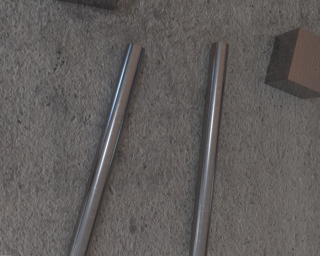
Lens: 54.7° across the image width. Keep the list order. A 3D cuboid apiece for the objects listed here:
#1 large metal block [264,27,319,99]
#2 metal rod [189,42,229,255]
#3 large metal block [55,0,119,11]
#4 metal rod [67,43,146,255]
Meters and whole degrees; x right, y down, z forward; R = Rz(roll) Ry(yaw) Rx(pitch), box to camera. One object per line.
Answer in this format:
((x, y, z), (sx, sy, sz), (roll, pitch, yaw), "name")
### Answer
((0.219, -0.097, 0.479), (0.081, 0.050, 0.080), (17, 84, -20), "large metal block")
((0.069, 0.029, 0.436), (0.025, 0.025, 0.298), (7, 88, -20), "metal rod")
((-0.088, -0.193, 0.363), (0.081, 0.050, 0.079), (3, 89, -20), "large metal block")
((-0.069, 0.040, 0.384), (0.025, 0.025, 0.299), (17, 84, -20), "metal rod")
